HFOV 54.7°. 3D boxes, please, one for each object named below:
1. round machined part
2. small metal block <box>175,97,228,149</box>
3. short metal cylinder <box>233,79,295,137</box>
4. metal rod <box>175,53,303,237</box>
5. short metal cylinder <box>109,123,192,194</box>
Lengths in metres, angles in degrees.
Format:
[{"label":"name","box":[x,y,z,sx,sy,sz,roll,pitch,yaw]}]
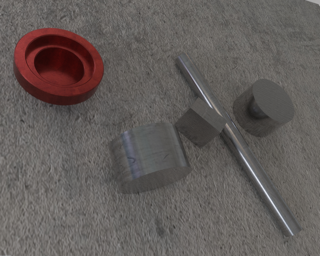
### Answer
[{"label":"round machined part","box":[-0.121,-0.068,0.369,0.099,0.042,0.098,14,56,-21]},{"label":"small metal block","box":[0.054,-0.006,0.420,0.050,0.050,0.025,40,51,-2]},{"label":"short metal cylinder","box":[0.165,-0.032,0.496,0.081,0.050,0.080,14,56,-21]},{"label":"metal rod","box":[0.107,0.014,0.452,0.025,0.025,0.299,-19,72,-35]},{"label":"short metal cylinder","box":[-0.011,0.035,0.341,0.081,0.080,0.050,-4,64,-30]}]
